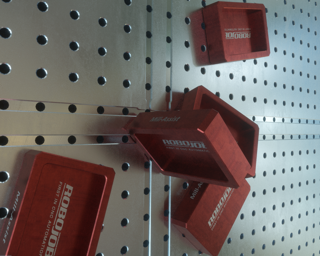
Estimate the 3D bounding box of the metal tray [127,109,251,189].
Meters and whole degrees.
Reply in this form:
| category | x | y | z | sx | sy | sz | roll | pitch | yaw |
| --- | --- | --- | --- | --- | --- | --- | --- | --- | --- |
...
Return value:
| category | x | y | z | sx | sy | sz | roll | pitch | yaw |
| --- | --- | --- | --- | --- | --- | --- | --- | --- | --- |
| metal tray | 0.029 | 0.023 | 0.364 | 0.030 | 0.130 | 0.090 | -51 | 120 | -27 |

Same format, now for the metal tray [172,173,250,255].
| category | x | y | z | sx | sy | sz | roll | pitch | yaw |
| --- | --- | --- | --- | --- | --- | --- | --- | --- | --- |
| metal tray | 0.083 | 0.115 | 0.474 | 0.090 | 0.030 | 0.130 | 51 | 60 | -28 |

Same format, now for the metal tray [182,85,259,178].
| category | x | y | z | sx | sy | sz | roll | pitch | yaw |
| --- | --- | --- | --- | --- | --- | --- | --- | --- | --- |
| metal tray | 0.087 | 0.009 | 0.449 | 0.131 | 0.030 | 0.090 | 30 | 57 | -25 |

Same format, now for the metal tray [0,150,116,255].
| category | x | y | z | sx | sy | sz | roll | pitch | yaw |
| --- | --- | --- | --- | --- | --- | --- | --- | --- | --- |
| metal tray | -0.105 | 0.095 | 0.317 | 0.090 | 0.030 | 0.130 | 21 | 77 | -38 |

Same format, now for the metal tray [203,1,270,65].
| category | x | y | z | sx | sy | sz | roll | pitch | yaw |
| --- | --- | --- | --- | --- | --- | --- | --- | --- | --- |
| metal tray | 0.130 | -0.157 | 0.512 | 0.131 | 0.030 | 0.090 | -16 | 100 | -39 |
